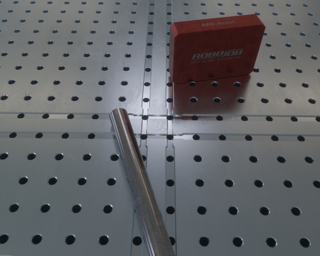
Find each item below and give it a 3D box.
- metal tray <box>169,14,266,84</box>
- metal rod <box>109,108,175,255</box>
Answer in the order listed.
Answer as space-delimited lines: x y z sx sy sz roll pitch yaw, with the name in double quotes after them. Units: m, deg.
0.081 -0.116 0.463 0.131 0.089 0.030 -8 51 -7 "metal tray"
-0.012 0.091 0.330 0.025 0.025 0.300 -13 51 -11 "metal rod"
